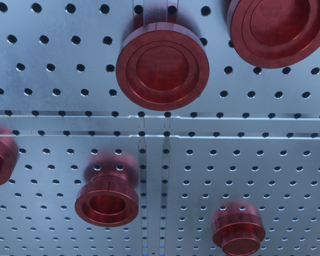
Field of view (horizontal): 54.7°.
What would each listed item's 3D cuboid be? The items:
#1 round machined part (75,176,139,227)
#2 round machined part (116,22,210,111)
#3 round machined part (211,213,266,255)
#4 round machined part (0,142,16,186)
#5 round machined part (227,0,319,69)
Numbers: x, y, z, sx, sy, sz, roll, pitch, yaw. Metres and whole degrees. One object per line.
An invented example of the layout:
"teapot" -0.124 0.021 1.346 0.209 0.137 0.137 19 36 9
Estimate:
"round machined part" -0.083 0.114 0.497 0.099 0.042 0.097 -1 130 0
"round machined part" 0.003 -0.070 0.341 0.099 0.042 0.097 -1 130 0
"round machined part" 0.147 0.204 0.577 0.099 0.042 0.097 -1 130 0
"round machined part" -0.266 0.056 0.444 0.099 0.042 0.097 -1 130 0
"round machined part" 0.116 -0.112 0.307 0.099 0.042 0.097 -1 130 0
